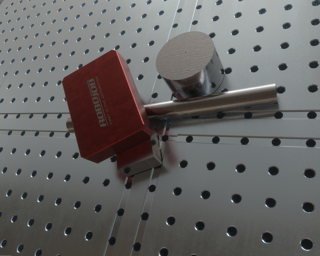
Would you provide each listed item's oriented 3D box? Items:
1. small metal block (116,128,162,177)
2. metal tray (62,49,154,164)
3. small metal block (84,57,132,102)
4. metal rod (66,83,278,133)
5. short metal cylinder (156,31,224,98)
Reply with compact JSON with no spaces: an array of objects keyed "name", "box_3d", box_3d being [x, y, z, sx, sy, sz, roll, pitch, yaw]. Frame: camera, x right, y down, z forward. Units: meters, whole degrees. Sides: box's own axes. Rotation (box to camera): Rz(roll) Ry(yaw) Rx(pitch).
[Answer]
[{"name":"small metal block","box_3d":[-0.029,0.029,0.403,0.050,0.025,0.050,-21,54,15]},{"name":"metal tray","box_3d":[-0.073,-0.030,0.410,0.090,0.030,0.130,-27,64,11]},{"name":"small metal block","box_3d":[-0.080,-0.074,0.477,0.050,0.050,0.025,-28,53,10]},{"name":"metal rod","box_3d":[0.000,-0.022,0.421,0.301,0.025,0.025,-7,59,23]},{"name":"short metal cylinder","box_3d":[0.041,-0.083,0.420,0.080,0.050,0.080,-13,56,20]}]
